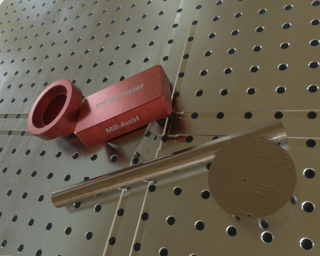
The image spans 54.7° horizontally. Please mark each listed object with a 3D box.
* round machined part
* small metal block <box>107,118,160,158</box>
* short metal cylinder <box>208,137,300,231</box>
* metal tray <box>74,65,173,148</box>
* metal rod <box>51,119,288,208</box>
[{"bbox_3d":[-0.157,-0.024,0.486,0.098,0.042,0.098,-19,53,28],"label":"round machined part"},{"bbox_3d":[-0.036,0.008,0.420,0.050,0.025,0.050,13,68,33],"label":"small metal block"},{"bbox_3d":[0.094,0.056,0.308,0.080,0.050,0.080,-13,56,20],"label":"short metal cylinder"},{"bbox_3d":[-0.050,-0.032,0.432,0.130,0.030,0.090,-22,35,14],"label":"metal tray"},{"bbox_3d":[-0.002,0.049,0.378,0.301,0.025,0.025,-19,55,16],"label":"metal rod"}]
